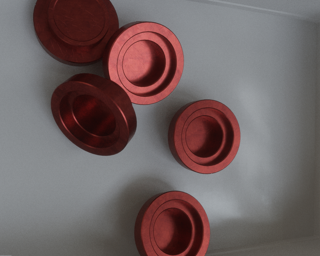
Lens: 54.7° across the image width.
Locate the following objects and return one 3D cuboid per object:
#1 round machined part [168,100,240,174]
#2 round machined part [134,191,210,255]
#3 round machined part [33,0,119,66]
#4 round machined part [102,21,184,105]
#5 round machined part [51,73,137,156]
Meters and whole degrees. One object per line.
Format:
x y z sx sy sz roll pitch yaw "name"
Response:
0.056 0.011 0.422 0.099 0.042 0.097 0 90 -20 "round machined part"
0.012 0.132 0.396 0.099 0.042 0.098 9 70 -27 "round machined part"
-0.097 -0.125 0.365 0.099 0.042 0.097 0 90 -20 "round machined part"
-0.023 -0.081 0.382 0.099 0.042 0.097 -10 113 -25 "round machined part"
-0.071 -0.019 0.355 0.098 0.098 0.042 49 40 -14 "round machined part"
